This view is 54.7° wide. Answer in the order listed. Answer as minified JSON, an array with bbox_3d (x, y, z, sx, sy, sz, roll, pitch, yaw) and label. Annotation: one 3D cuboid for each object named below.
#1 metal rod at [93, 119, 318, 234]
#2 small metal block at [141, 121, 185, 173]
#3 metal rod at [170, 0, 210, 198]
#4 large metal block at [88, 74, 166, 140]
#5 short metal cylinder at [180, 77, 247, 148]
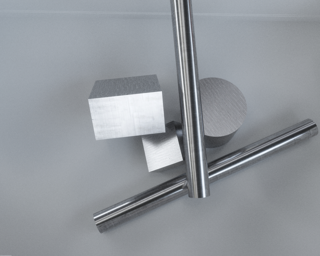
[{"bbox_3d":[0.064,0.056,0.389,0.302,0.025,0.025,-23,72,-9],"label":"metal rod"},{"bbox_3d":[0.008,0.025,0.387,0.050,0.025,0.050,-23,69,29],"label":"small metal block"},{"bbox_3d":[0.031,-0.071,0.359,0.025,0.025,0.298,-5,89,-2],"label":"metal rod"},{"bbox_3d":[-0.039,-0.029,0.384,0.081,0.080,0.050,-6,114,-3],"label":"large metal block"},{"bbox_3d":[0.067,-0.019,0.404,0.081,0.050,0.080,0,70,-1],"label":"short metal cylinder"}]
